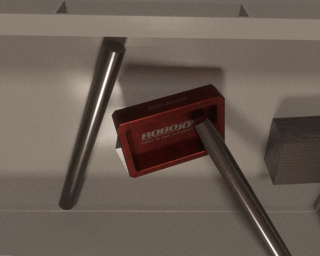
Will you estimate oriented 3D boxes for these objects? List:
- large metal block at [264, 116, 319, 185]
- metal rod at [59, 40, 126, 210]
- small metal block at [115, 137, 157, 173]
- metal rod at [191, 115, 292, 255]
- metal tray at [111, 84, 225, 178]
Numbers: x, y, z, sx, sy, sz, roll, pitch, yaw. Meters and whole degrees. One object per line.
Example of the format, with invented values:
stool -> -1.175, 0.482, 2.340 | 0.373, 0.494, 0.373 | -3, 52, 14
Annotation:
large metal block -> 0.195, 0.031, 0.422 | 0.080, 0.050, 0.079 | -3, 130, 2
metal rod -> -0.102, 0.019, 0.423 | 0.025, 0.025, 0.298 | 16, 128, -14
small metal block -> -0.029, 0.033, 0.437 | 0.050, 0.025, 0.050 | -12, 130, 9
metal rod -> 0.127, 0.113, 0.413 | 0.025, 0.025, 0.299 | -28, 105, 21
metal tray -> 0.015, 0.005, 0.386 | 0.131, 0.030, 0.089 | -16, 130, -8
